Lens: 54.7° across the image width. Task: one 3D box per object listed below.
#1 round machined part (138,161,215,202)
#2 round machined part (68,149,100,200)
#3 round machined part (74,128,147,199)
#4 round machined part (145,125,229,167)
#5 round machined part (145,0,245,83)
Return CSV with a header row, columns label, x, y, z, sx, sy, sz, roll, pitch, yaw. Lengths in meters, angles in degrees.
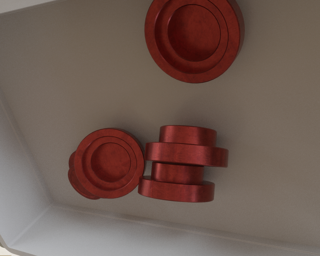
label,x,y,z,sx,sy,sz,roll,pitch,yaw
round machined part,0.022,0.067,0.404,0.098,0.098,0.042,3,85,27
round machined part,-0.109,0.077,0.503,0.098,0.042,0.097,13,124,21
round machined part,-0.068,0.048,0.444,0.099,0.042,0.097,0,93,4
round machined part,0.032,0.022,0.371,0.098,0.098,0.042,2,82,27
round machined part,0.037,-0.099,0.317,0.098,0.042,0.097,13,124,21
